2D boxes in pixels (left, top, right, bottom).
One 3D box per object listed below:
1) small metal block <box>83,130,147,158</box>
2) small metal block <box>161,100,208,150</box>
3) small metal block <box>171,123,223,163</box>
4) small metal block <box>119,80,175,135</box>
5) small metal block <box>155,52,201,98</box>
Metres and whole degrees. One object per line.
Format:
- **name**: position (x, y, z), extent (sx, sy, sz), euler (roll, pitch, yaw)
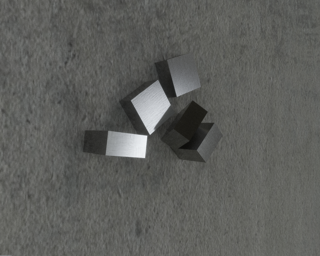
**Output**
- **small metal block**: position (-0.051, 0.018, 0.348), extent (0.050, 0.050, 0.025), euler (9, 85, -40)
- **small metal block**: position (0.032, -0.003, 0.413), extent (0.025, 0.050, 0.050), euler (37, 64, -5)
- **small metal block**: position (0.051, 0.019, 0.434), extent (0.025, 0.050, 0.050), euler (52, 59, -28)
- **small metal block**: position (-0.015, -0.026, 0.394), extent (0.050, 0.025, 0.050), euler (-42, 116, -32)
- **small metal block**: position (0.026, -0.073, 0.428), extent (0.050, 0.025, 0.050), euler (-26, 107, -37)
